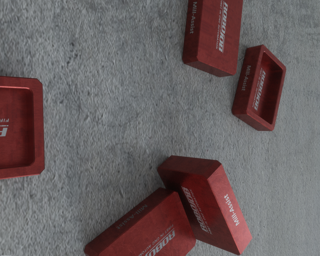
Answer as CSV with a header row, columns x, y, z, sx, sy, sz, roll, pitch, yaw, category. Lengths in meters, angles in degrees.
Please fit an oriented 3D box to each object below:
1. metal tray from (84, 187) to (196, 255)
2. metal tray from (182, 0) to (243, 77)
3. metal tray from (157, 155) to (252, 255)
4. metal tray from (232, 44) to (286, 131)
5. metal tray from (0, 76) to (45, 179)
x,y,z,sx,sy,sz,roll,pitch,yaw,category
-0.018,0.147,0.386,0.131,0.030,0.090,-32,110,-35,metal tray
0.082,-0.151,0.469,0.091,0.030,0.129,11,83,-39,metal tray
0.058,0.100,0.411,0.030,0.090,0.129,-39,114,-33,metal tray
0.178,-0.069,0.549,0.090,0.030,0.130,26,73,-37,metal tray
-0.168,0.000,0.259,0.131,0.030,0.089,-2,92,-40,metal tray
